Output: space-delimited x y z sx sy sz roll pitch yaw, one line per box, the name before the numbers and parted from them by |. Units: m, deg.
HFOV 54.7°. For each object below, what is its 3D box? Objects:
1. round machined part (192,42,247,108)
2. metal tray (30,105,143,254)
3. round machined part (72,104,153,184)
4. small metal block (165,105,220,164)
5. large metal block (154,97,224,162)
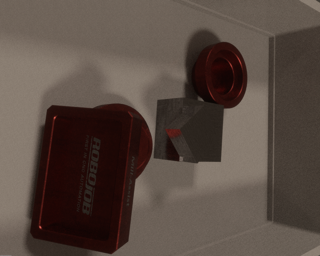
round machined part | 0.086 -0.078 0.470 0.099 0.042 0.097 0 90 -40
metal tray | -0.071 0.046 0.304 0.030 0.090 0.129 22 74 -75
round machined part | -0.048 0.020 0.357 0.099 0.042 0.097 0 90 -40
small metal block | 0.041 0.007 0.378 0.050 0.025 0.050 -43 116 -32
large metal block | 0.041 0.005 0.427 0.081 0.050 0.080 6 86 -40
